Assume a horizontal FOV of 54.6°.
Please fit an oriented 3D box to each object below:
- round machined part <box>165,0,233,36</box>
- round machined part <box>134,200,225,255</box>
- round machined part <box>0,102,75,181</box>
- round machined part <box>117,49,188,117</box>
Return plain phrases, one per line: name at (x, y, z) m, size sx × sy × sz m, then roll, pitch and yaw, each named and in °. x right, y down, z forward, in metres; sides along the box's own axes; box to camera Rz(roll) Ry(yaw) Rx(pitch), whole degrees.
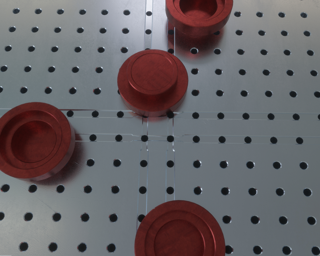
round machined part at (0.057, -0.179, 0.469) m, size 0.099 × 0.042 × 0.098 m, roll 0°, pitch 70°, yaw 0°
round machined part at (0.022, 0.134, 0.354) m, size 0.099 × 0.042 × 0.098 m, roll 0°, pitch 70°, yaw 0°
round machined part at (-0.157, 0.019, 0.395) m, size 0.099 × 0.042 × 0.098 m, roll 0°, pitch 70°, yaw 0°
round machined part at (-0.010, -0.068, 0.428) m, size 0.099 × 0.042 × 0.098 m, roll 0°, pitch 70°, yaw 0°
